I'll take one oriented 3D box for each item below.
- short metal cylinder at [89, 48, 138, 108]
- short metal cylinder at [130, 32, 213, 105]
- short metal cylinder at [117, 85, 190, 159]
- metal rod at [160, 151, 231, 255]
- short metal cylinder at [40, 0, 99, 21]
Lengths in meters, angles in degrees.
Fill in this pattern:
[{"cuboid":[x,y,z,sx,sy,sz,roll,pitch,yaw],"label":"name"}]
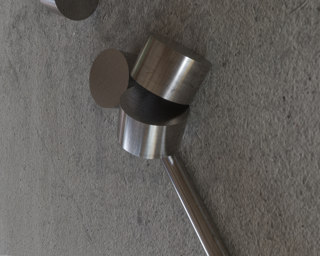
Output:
[{"cuboid":[-0.054,-0.066,0.433,0.080,0.050,0.080,0,90,40],"label":"short metal cylinder"},{"cuboid":[0.013,-0.069,0.359,0.080,0.081,0.050,42,115,32],"label":"short metal cylinder"},{"cuboid":[-0.009,-0.009,0.368,0.080,0.081,0.050,41,138,32],"label":"short metal cylinder"},{"cuboid":[0.074,0.160,0.343,0.025,0.025,0.299,-40,66,32],"label":"metal rod"},{"cuboid":[-0.143,-0.215,0.487,0.050,0.081,0.079,30,109,36],"label":"short metal cylinder"}]
